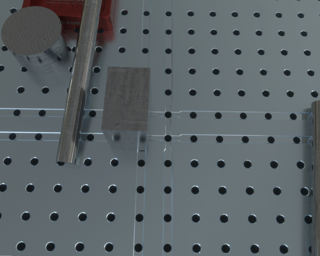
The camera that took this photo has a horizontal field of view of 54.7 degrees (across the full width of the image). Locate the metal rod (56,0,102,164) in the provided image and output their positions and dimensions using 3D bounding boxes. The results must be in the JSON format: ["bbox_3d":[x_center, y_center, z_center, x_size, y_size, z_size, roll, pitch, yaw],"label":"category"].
[{"bbox_3d":[-0.104,-0.101,0.425,0.025,0.025,0.299,6,78,2],"label":"metal rod"}]

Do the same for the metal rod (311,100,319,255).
[{"bbox_3d":[0.197,0.106,0.375,0.025,0.025,0.299,9,70,3],"label":"metal rod"}]

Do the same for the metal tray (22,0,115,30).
[{"bbox_3d":[-0.137,-0.200,0.480,0.131,0.030,0.090,2,70,0],"label":"metal tray"}]

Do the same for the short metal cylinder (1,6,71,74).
[{"bbox_3d":[-0.174,-0.124,0.442,0.081,0.050,0.080,0,70,0],"label":"short metal cylinder"}]

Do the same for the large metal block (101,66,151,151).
[{"bbox_3d":[-0.038,-0.021,0.390,0.050,0.080,0.080,2,70,0],"label":"large metal block"}]
